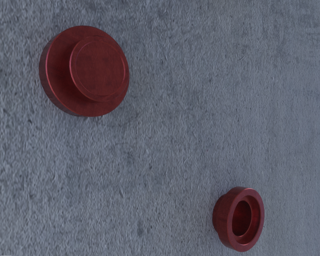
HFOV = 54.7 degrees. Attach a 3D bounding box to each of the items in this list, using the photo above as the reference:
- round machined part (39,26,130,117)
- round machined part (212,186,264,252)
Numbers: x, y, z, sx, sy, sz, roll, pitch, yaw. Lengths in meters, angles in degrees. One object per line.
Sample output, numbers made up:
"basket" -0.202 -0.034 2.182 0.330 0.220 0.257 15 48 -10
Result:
"round machined part" -0.073 -0.061 0.332 0.099 0.042 0.097 0 90 -40
"round machined part" 0.122 0.142 0.496 0.099 0.042 0.097 0 90 -40
